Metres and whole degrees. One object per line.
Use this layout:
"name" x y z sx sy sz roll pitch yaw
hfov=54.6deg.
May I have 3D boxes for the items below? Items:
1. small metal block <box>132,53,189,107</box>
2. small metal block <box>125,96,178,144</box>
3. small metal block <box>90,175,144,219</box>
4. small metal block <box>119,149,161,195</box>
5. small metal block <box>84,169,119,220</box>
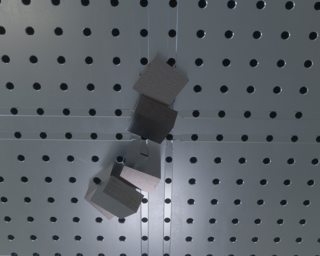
"small metal block" 0.001 -0.058 0.392 0.050 0.025 0.050 35 106 -12
"small metal block" -0.012 -0.009 0.396 0.050 0.025 0.050 22 148 -8
"small metal block" -0.057 0.092 0.407 0.050 0.025 0.050 35 143 -12
"small metal block" -0.027 0.059 0.421 0.050 0.050 0.025 22 109 -8
"small metal block" -0.071 0.097 0.448 0.050 0.025 0.050 -40 106 13
